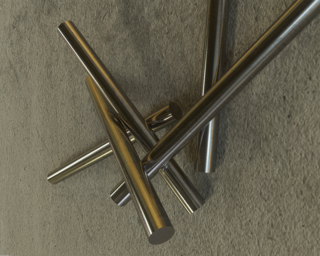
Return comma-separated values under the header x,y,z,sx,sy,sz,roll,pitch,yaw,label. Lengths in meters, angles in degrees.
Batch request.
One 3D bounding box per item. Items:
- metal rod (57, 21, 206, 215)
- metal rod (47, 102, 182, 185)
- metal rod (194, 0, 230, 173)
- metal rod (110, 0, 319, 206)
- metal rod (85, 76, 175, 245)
x,y,z,sx,sy,sz,roll,pitch,yaw,label
-0.043,-0.022,0.399,0.025,0.025,0.299,-44,76,31,metal rod
-0.087,0.035,0.477,0.299,0.025,0.025,-28,73,36,metal rod
0.063,-0.099,0.352,0.025,0.025,0.298,7,95,40,metal rod
0.047,-0.017,0.333,0.299,0.025,0.025,-47,62,18,metal rod
-0.053,0.010,0.385,0.025,0.025,0.300,-60,37,23,metal rod
